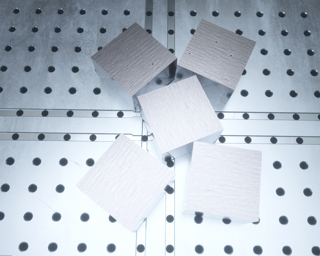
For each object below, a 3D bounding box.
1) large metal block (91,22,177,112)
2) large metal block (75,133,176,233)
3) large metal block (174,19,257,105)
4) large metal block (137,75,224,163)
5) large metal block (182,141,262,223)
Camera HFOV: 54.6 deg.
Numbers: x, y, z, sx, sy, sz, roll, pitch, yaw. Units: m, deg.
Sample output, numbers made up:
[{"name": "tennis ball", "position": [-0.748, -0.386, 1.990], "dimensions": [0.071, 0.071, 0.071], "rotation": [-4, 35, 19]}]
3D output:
[{"name": "large metal block", "position": [-0.034, -0.084, 0.429], "dimensions": [0.080, 0.050, 0.080], "rotation": [-42, 75, -13]}, {"name": "large metal block", "position": [-0.038, 0.067, 0.372], "dimensions": [0.080, 0.050, 0.080], "rotation": [36, 74, 12]}, {"name": "large metal block", "position": [0.075, -0.091, 0.431], "dimensions": [0.080, 0.050, 0.080], "rotation": [25, 72, 6]}, {"name": "large metal block", "position": [0.024, -0.010, 0.402], "dimensions": [0.080, 0.050, 0.080], "rotation": [-21, 72, -8]}, {"name": "large metal block", "position": [0.073, 0.067, 0.374], "dimensions": [0.080, 0.050, 0.080], "rotation": [9, 70, 2]}]
